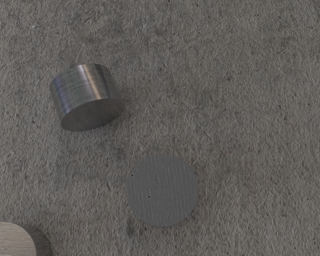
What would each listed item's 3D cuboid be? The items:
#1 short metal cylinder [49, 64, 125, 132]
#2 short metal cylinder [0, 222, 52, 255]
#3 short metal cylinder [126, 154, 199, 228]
[{"bbox_3d":[-0.092,-0.036,0.391,0.080,0.080,0.050,-21,72,-8],"label":"short metal cylinder"},{"bbox_3d":[-0.167,0.146,0.340,0.081,0.050,0.080,0,70,0],"label":"short metal cylinder"},{"bbox_3d":[0.003,0.076,0.367,0.081,0.050,0.080,0,70,0],"label":"short metal cylinder"}]
